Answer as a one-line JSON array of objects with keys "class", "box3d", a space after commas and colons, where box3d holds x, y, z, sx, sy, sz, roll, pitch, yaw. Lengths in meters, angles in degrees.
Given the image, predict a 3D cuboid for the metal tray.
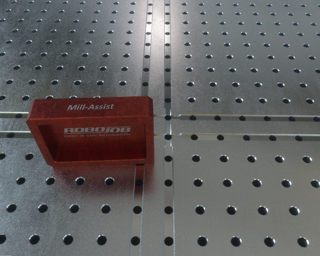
[{"class": "metal tray", "box3d": [-0.073, 0.006, 0.358, 0.131, 0.089, 0.030, -2, 50, -2]}]
